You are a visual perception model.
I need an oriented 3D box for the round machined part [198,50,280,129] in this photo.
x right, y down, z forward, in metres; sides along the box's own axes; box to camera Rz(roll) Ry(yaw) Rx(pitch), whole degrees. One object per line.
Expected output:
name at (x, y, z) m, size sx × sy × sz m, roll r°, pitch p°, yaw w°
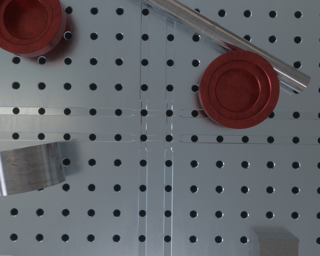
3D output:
round machined part at (0.099, -0.048, 0.404) m, size 0.099 × 0.042 × 0.097 m, roll 0°, pitch 93°, yaw 2°

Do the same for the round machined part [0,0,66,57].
round machined part at (-0.171, -0.140, 0.403) m, size 0.099 × 0.042 × 0.097 m, roll 0°, pitch 90°, yaw 0°

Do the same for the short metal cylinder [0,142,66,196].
short metal cylinder at (-0.162, 0.048, 0.385) m, size 0.080 × 0.080 × 0.050 m, roll -10°, pitch 90°, yaw 0°

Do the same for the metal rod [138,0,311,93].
metal rod at (0.063, -0.133, 0.413) m, size 0.301 × 0.025 × 0.025 m, roll 30°, pitch 90°, yaw 0°

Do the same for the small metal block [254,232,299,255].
small metal block at (0.155, 0.169, 0.415) m, size 0.050 × 0.025 × 0.050 m, roll 1°, pitch 90°, yaw 0°
